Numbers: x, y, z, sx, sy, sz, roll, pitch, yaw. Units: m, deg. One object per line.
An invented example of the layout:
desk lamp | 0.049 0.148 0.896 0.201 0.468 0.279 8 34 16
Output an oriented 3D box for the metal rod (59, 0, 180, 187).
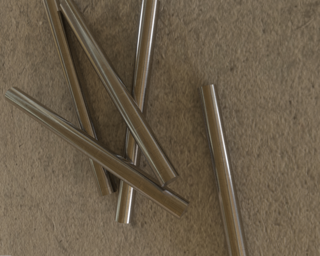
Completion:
metal rod | -0.062 -0.059 0.407 0.025 0.025 0.299 -37 70 16

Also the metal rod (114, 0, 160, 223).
metal rod | -0.031 -0.021 0.418 0.025 0.025 0.298 8 93 19

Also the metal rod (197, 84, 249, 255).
metal rod | 0.084 0.095 0.378 0.025 0.025 0.298 -11 86 19

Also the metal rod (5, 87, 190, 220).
metal rod | -0.094 0.025 0.412 0.300 0.025 0.025 31 100 17

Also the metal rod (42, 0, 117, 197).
metal rod | -0.118 -0.049 0.449 0.025 0.025 0.299 -20 84 18
